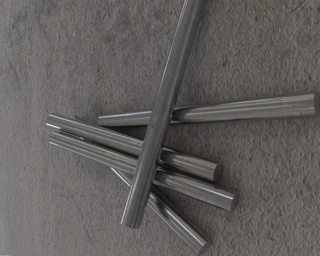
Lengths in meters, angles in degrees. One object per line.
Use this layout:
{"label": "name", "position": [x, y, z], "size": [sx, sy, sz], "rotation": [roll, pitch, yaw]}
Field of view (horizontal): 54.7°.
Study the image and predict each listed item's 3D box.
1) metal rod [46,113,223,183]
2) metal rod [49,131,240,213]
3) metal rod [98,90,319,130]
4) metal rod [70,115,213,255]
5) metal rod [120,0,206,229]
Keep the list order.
{"label": "metal rod", "position": [-0.056, 0.018, 0.432], "size": [0.300, 0.025, 0.025], "rotation": [14, 99, 33]}
{"label": "metal rod", "position": [-0.042, 0.049, 0.416], "size": [0.300, 0.025, 0.025], "rotation": [15, 99, 31]}
{"label": "metal rod", "position": [0.029, -0.015, 0.380], "size": [0.300, 0.025, 0.025], "rotation": [-3, 88, 40]}
{"label": "metal rod", "position": [-0.047, 0.065, 0.443], "size": [0.300, 0.025, 0.025], "rotation": [37, 113, 33]}
{"label": "metal rod", "position": [0.006, -0.029, 0.368], "size": [0.025, 0.025, 0.298], "rotation": [16, 91, 39]}
